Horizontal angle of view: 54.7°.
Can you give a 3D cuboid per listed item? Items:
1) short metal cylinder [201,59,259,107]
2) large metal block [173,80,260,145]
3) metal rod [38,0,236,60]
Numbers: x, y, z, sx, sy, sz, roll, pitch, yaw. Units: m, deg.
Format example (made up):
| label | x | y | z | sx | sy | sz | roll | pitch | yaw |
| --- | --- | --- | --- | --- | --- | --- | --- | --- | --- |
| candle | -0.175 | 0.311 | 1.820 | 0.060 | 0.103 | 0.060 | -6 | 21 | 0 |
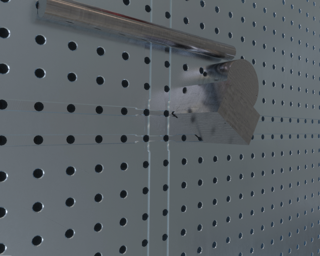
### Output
| label | x | y | z | sx | sy | sz | roll | pitch | yaw |
| --- | --- | --- | --- | --- | --- | --- | --- | --- | --- |
| short metal cylinder | 0.110 | -0.064 | 0.486 | 0.081 | 0.050 | 0.079 | 0 | 90 | -40 |
| large metal block | 0.081 | -0.019 | 0.442 | 0.080 | 0.080 | 0.050 | 41 | 65 | -33 |
| metal rod | -0.002 | -0.123 | 0.407 | 0.302 | 0.025 | 0.025 | 0 | 90 | -40 |
